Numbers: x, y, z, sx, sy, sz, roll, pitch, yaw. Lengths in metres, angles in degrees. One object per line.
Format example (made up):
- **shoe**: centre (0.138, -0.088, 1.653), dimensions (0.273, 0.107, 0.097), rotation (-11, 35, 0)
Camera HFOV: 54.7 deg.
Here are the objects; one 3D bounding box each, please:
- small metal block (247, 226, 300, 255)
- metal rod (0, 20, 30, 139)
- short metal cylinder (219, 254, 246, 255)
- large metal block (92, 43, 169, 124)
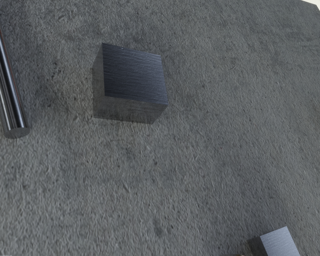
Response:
- **small metal block**: centre (0.145, 0.157, 0.388), dimensions (0.050, 0.025, 0.050), rotation (-5, 65, -31)
- **metal rod**: centre (-0.204, -0.124, 0.370), dimensions (0.025, 0.025, 0.299), rotation (-10, 67, -33)
- **short metal cylinder**: centre (0.089, 0.172, 0.313), dimensions (0.080, 0.080, 0.050), rotation (34, 51, -6)
- **large metal block**: centre (-0.041, -0.055, 0.401), dimensions (0.081, 0.050, 0.080), rotation (6, 59, -25)
